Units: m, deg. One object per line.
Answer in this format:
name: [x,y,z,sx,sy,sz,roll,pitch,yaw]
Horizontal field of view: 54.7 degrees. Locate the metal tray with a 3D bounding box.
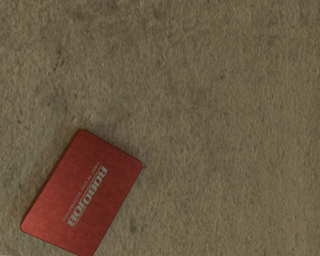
metal tray: [-0.091,0.077,0.373,0.090,0.030,0.130,33,79,-18]
